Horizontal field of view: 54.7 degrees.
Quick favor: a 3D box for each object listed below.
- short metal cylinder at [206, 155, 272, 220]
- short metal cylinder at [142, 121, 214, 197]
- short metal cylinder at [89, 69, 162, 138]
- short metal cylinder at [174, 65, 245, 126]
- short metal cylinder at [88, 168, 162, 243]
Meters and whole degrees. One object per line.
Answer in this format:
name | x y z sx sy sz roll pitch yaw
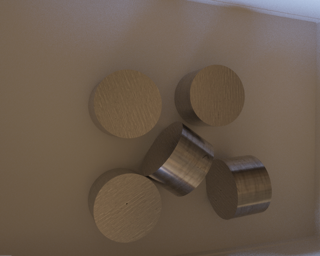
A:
short metal cylinder | 0.104 0.079 0.420 0.050 0.080 0.079 -5 92 -20
short metal cylinder | 0.021 0.038 0.389 0.050 0.080 0.080 36 79 -17
short metal cylinder | -0.044 -0.028 0.381 0.081 0.050 0.080 0 90 -20
short metal cylinder | 0.066 -0.042 0.421 0.081 0.050 0.080 0 90 -20
short metal cylinder | -0.045 0.092 0.381 0.081 0.050 0.080 0 90 -20
